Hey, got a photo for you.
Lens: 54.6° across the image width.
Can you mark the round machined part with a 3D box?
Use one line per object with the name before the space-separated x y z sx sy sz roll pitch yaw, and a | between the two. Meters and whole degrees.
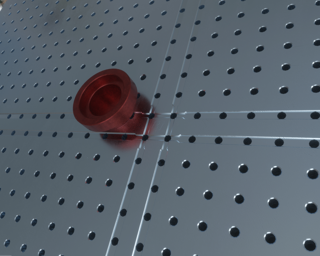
round machined part | -0.076 -0.037 0.461 0.098 0.042 0.098 -13 56 21
